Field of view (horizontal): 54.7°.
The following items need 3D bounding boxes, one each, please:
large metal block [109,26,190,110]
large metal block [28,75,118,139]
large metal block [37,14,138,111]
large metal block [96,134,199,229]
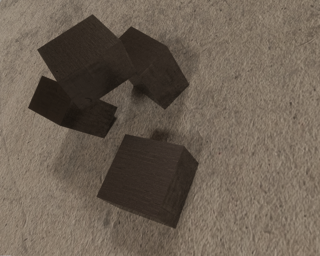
[{"bbox_3d":[-0.016,-0.082,0.426,0.050,0.080,0.080,-46,52,-4],"label":"large metal block"},{"bbox_3d":[-0.123,-0.029,0.442,0.080,0.080,0.050,23,90,36],"label":"large metal block"},{"bbox_3d":[-0.087,-0.080,0.371,0.080,0.050,0.080,-36,51,-7],"label":"large metal block"},{"bbox_3d":[-0.012,0.059,0.357,0.080,0.050,0.080,10,67,32],"label":"large metal block"}]
